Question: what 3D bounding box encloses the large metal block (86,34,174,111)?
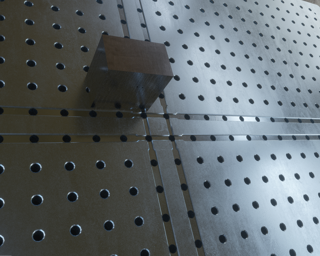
[{"bbox_3d":[-0.041,-0.065,0.390,0.081,0.080,0.050,1,62,-28],"label":"large metal block"}]
